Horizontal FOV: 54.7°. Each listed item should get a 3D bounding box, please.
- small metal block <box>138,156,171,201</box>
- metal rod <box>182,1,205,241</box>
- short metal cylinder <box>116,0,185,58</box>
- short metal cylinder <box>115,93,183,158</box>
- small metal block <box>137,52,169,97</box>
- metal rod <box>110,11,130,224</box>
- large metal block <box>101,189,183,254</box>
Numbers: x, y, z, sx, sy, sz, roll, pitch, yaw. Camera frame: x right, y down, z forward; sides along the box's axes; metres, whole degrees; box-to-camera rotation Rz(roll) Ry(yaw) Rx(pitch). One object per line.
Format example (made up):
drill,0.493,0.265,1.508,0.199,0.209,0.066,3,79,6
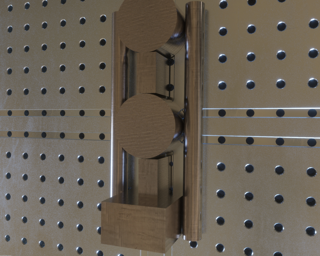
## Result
small metal block,-0.006,0.063,0.400,0.025,0.050,0.050,0,90,20
metal rod,0.043,-0.008,0.396,0.025,0.025,0.298,1,90,20
short metal cylinder,-0.009,-0.132,0.402,0.080,0.050,0.080,0,90,20
short metal cylinder,-0.011,-0.003,0.403,0.080,0.050,0.080,0,90,20
small metal block,-0.008,-0.068,0.401,0.025,0.050,0.050,1,90,20
metal rod,-0.056,-0.009,0.431,0.025,0.025,0.298,1,90,20
large metal block,-0.018,0.112,0.390,0.080,0.080,0.050,1,91,20
